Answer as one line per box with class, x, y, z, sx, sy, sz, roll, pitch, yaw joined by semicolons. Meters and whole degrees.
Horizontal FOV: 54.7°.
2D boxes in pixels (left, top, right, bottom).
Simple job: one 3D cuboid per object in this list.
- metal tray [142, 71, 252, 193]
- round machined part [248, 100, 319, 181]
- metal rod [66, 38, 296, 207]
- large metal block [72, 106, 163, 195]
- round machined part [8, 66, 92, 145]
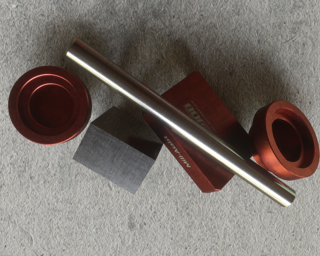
metal tray;0.051;0.004;0.388;0.091;0.030;0.130;-39;91;-29
round machined part;0.150;0.018;0.388;0.099;0.042;0.098;13;64;-29
metal rod;0.032;0.000;0.348;0.301;0.025;0.025;34;90;-10
large metal block;-0.045;0.023;0.376;0.080;0.080;0.050;30;110;0
round machined part;-0.137;-0.028;0.400;0.099;0.042;0.097;0;90;-1
